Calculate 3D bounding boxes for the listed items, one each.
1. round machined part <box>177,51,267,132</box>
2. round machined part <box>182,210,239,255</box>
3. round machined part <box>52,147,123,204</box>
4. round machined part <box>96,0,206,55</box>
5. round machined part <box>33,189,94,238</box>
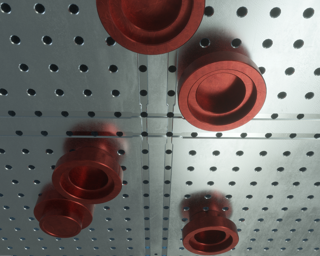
[{"bbox_3d":[0.069,-0.046,0.362,0.099,0.042,0.097,0,130,0],"label":"round machined part"},{"bbox_3d":[0.089,0.186,0.559,0.099,0.042,0.097,0,130,0],"label":"round machined part"},{"bbox_3d":[-0.103,0.066,0.455,0.099,0.042,0.097,0,130,0],"label":"round machined part"},{"bbox_3d":[-0.008,-0.124,0.295,0.099,0.042,0.097,0,130,0],"label":"round machined part"},{"bbox_3d":[-0.165,0.151,0.527,0.099,0.042,0.097,0,130,0],"label":"round machined part"}]
